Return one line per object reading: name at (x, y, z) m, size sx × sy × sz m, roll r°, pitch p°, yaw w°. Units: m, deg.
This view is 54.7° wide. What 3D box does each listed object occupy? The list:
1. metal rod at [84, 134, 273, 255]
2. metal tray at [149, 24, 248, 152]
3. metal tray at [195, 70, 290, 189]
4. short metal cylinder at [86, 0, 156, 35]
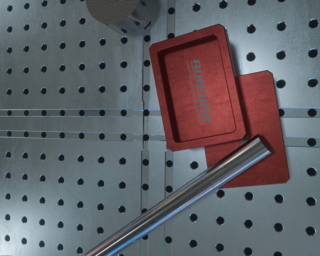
metal rod at (0.006, 0.104, 0.388) m, size 0.299 × 0.025 × 0.025 m, roll -40°, pitch 78°, yaw 24°
metal tray at (0.044, -0.043, 0.361) m, size 0.090 × 0.030 × 0.129 m, roll -12°, pitch 86°, yaw 19°
metal tray at (0.099, 0.004, 0.375) m, size 0.090 × 0.030 × 0.129 m, roll -9°, pitch 87°, yaw 19°
short metal cylinder at (-0.052, -0.173, 0.417) m, size 0.080 × 0.050 × 0.079 m, roll 0°, pitch 90°, yaw 20°
